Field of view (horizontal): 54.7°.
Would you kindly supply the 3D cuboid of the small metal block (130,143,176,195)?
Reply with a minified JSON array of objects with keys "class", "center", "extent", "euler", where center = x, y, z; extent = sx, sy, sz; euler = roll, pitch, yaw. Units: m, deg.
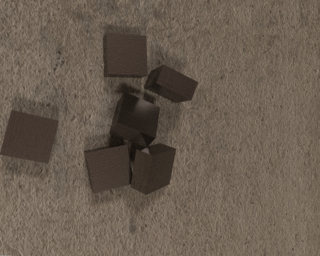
[{"class":"small metal block","center":[-0.008,0.050,0.388],"extent":[0.050,0.025,0.050],"euler":[-10,114,-54]}]

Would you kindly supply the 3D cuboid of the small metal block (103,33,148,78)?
[{"class":"small metal block","center":[-0.044,-0.091,0.393],"extent":[0.050,0.025,0.050],"euler":[-2,91,-20]}]

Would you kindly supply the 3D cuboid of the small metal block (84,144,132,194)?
[{"class":"small metal block","center":[-0.064,0.049,0.386],"extent":[0.050,0.025,0.050],"euler":[-11,94,-20]}]

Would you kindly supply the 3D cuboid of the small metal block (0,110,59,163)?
[{"class":"small metal block","center":[-0.148,0.010,0.355],"extent":[0.050,0.025,0.050],"euler":[14,85,-20]}]

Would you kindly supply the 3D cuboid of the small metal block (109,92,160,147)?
[{"class":"small metal block","center":[-0.030,-0.010,0.386],"extent":[0.050,0.025,0.050],"euler":[23,50,-19]}]

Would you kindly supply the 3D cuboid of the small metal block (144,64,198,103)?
[{"class":"small metal block","center":[0.013,-0.056,0.402],"extent":[0.050,0.050,0.025],"euler":[24,82,-19]}]
